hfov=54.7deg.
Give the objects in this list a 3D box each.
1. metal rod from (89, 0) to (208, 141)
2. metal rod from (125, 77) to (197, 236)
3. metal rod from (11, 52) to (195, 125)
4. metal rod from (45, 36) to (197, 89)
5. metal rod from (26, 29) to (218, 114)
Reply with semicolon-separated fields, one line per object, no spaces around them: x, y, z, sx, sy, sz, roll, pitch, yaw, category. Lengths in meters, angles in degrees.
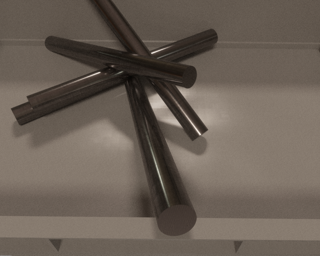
-0.034;-0.111;0.420;0.025;0.025;0.299;-32;82;-24;metal rod
-0.015;-0.004;0.328;0.025;0.025;0.300;-8;26;-7;metal rod
-0.068;-0.078;0.469;0.302;0.025;0.025;-27;55;-21;metal rod
-0.076;-0.099;0.431;0.300;0.025;0.025;22;51;39;metal rod
-0.040;-0.090;0.454;0.302;0.025;0.025;-26;55;-21;metal rod
